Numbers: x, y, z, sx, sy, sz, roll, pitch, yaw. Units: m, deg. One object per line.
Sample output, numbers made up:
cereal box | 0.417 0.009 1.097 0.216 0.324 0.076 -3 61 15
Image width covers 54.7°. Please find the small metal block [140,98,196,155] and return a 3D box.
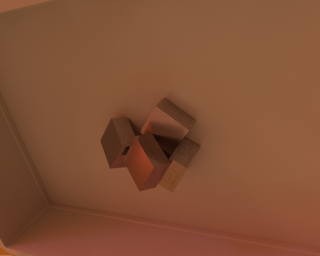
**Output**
small metal block | 0.009 -0.002 0.399 0.050 0.025 0.050 36 129 3

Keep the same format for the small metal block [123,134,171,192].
small metal block | -0.018 0.044 0.394 0.050 0.025 0.050 57 137 32

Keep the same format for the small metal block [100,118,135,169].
small metal block | -0.057 0.021 0.432 0.050 0.025 0.050 -57 47 39

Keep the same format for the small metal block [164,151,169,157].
small metal block | -0.014 0.039 0.437 0.050 0.025 0.050 36 129 3

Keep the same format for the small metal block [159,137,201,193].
small metal block | 0.024 0.048 0.406 0.025 0.050 0.050 31 128 8
